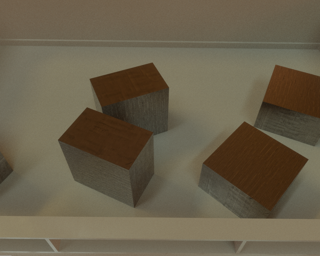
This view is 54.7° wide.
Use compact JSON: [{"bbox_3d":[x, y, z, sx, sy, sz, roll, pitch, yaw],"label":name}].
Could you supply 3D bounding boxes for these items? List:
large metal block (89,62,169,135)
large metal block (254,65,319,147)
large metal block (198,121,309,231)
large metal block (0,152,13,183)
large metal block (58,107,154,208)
[{"bbox_3d":[-0.037,-0.027,0.392,0.081,0.080,0.050,-18,53,-15],"label":"large metal block"},{"bbox_3d":[0.182,-0.032,0.418,0.080,0.050,0.080,20,53,15],"label":"large metal block"},{"bbox_3d":[0.102,0.051,0.347,0.080,0.050,0.080,35,58,25],"label":"large metal block"},{"bbox_3d":[-0.225,0.029,0.342,0.080,0.080,0.050,22,53,17],"label":"large metal block"},{"bbox_3d":[-0.054,0.033,0.341,0.080,0.080,0.050,20,53,16],"label":"large metal block"}]
